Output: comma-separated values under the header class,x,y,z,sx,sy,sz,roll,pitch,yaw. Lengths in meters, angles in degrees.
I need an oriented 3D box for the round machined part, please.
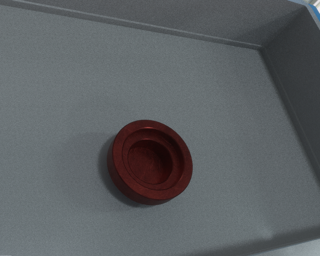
class,x,y,z,sx,sy,sz,roll,pitch,yaw
round machined part,-0.015,0.042,0.362,0.099,0.042,0.098,14,56,-21
